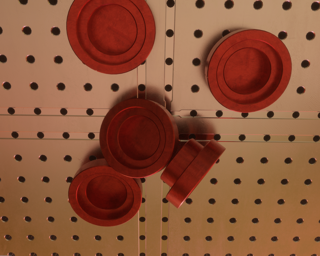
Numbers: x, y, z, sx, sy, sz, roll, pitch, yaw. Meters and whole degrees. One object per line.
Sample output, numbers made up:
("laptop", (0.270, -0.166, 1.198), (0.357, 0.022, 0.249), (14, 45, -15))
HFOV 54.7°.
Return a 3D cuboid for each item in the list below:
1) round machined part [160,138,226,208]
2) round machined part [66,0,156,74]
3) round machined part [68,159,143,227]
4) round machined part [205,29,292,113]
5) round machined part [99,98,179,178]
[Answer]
("round machined part", (0.038, 0.052, 0.400), (0.042, 0.098, 0.098), (38, 107, 12))
("round machined part", (-0.054, -0.115, 0.361), (0.099, 0.042, 0.097), (0, 110, -1))
("round machined part", (-0.073, 0.086, 0.434), (0.099, 0.042, 0.097), (0, 112, 0))
("round machined part", (0.104, -0.071, 0.380), (0.099, 0.042, 0.097), (0, 110, -1))
("round machined part", (-0.023, 0.012, 0.395), (0.098, 0.042, 0.097), (0, 90, 17))
